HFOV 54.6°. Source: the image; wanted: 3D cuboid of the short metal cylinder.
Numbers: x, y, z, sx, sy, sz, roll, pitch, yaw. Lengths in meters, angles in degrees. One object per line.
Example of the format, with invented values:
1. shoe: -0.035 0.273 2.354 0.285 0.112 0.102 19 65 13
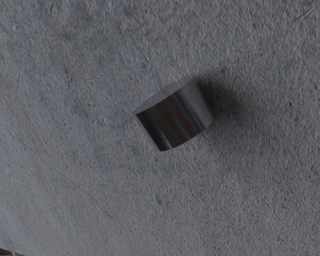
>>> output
1. short metal cylinder: 0.016 -0.017 0.353 0.080 0.080 0.050 -24 106 36
